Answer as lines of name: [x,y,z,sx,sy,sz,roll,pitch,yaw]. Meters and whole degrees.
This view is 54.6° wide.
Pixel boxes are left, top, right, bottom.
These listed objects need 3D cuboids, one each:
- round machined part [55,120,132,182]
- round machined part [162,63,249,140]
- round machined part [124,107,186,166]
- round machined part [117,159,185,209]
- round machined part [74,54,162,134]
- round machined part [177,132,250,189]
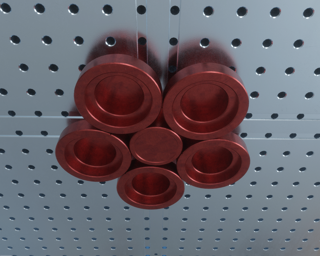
round machined part: [-0.087,0.026,0.421,0.099,0.042,0.097,0,130,0]
round machined part: [0.052,-0.035,0.370,0.099,0.042,0.097,0,130,0]
round machined part: [-0.005,0.012,0.410,0.099,0.042,0.097,0,130,0]
round machined part: [-0.014,0.076,0.464,0.099,0.042,0.097,0,130,0]
round machined part: [-0.047,-0.043,0.363,0.099,0.042,0.097,0,130,0]
round machined part: [0.072,0.038,0.433,0.099,0.042,0.097,0,130,0]
